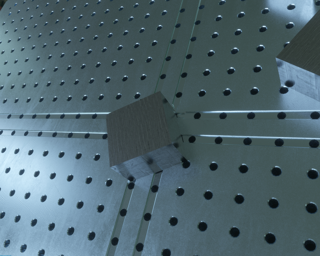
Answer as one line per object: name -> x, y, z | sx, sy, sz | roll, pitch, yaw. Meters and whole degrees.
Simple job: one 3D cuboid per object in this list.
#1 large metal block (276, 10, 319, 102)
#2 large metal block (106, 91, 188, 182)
large metal block -> 0.189, -0.075, 0.339 | 0.080, 0.050, 0.080 | -47, 51, -5
large metal block -> -0.019, 0.011, 0.396 | 0.080, 0.050, 0.080 | -22, 53, 15
